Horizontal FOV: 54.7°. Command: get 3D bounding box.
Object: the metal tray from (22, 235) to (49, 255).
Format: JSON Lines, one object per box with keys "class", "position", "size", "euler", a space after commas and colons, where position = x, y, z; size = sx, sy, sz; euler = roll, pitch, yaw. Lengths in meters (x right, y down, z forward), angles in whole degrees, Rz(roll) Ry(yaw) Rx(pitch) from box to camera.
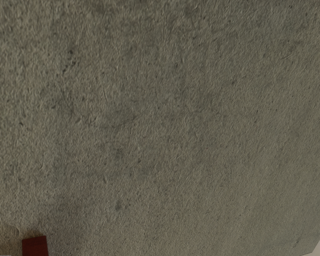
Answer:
{"class": "metal tray", "position": [-0.163, 0.222, 0.411], "size": [0.030, 0.090, 0.129], "euler": [-3, 120, -25]}
